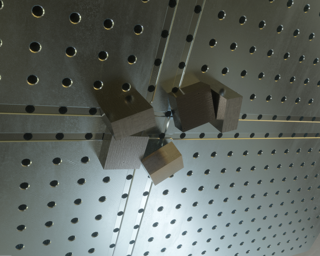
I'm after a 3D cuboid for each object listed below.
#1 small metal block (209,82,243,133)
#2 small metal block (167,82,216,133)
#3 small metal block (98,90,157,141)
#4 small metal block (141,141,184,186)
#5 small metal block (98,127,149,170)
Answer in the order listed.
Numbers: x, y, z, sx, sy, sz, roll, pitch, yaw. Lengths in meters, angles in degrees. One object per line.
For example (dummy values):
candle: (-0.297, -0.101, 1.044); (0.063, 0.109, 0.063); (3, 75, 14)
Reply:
small metal block: (0.084, -0.029, 0.425); (0.025, 0.050, 0.050); (-12, 124, -22)
small metal block: (0.043, -0.029, 0.413); (0.050, 0.025, 0.050); (-21, 116, -16)
small metal block: (-0.039, -0.016, 0.365); (0.050, 0.050, 0.025); (-21, 127, -16)
small metal block: (0.004, 0.051, 0.435); (0.050, 0.025, 0.050); (-31, 154, -9)
small metal block: (-0.048, 0.026, 0.403); (0.050, 0.025, 0.050); (3, 117, -30)
